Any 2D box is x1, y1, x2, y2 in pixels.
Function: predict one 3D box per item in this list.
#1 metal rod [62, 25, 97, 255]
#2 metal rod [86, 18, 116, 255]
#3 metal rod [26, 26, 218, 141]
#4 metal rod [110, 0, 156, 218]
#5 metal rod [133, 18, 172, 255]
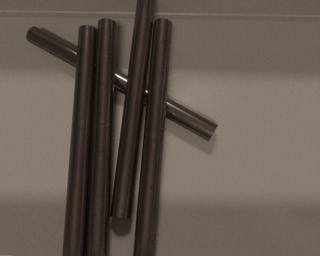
[{"bbox_3d":[-0.099,0.010,0.388,0.025,0.025,0.299,0,76,0],"label":"metal rod"},{"bbox_3d":[-0.072,0.002,0.390,0.025,0.025,0.299,0,76,0],"label":"metal rod"},{"bbox_3d":[-0.059,-0.066,0.432,0.301,0.025,0.025,29,73,10],"label":"metal rod"},{"bbox_3d":[-0.032,-0.039,0.399,0.025,0.025,0.299,6,79,1],"label":"metal rod"},{"bbox_3d":[-0.007,0.004,0.387,0.025,0.025,0.299,4,78,1],"label":"metal rod"}]
